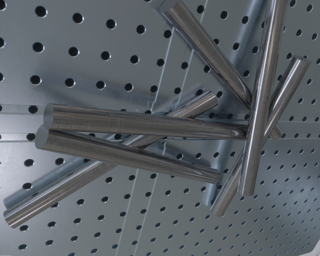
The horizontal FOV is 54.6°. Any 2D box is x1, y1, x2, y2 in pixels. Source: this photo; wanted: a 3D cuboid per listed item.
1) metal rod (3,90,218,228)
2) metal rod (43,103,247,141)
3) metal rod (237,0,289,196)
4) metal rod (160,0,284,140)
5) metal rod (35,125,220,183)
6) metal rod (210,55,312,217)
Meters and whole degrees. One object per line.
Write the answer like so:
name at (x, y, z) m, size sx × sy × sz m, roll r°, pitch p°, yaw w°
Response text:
metal rod at (-0.056, 0.035, 0.401) m, size 0.301 × 0.025 × 0.025 m, roll -31°, pitch 129°, yaw -8°
metal rod at (0.014, -0.002, 0.377) m, size 0.302 × 0.025 × 0.025 m, roll 4°, pitch 117°, yaw -40°
metal rod at (0.141, -0.043, 0.428) m, size 0.025 × 0.025 × 0.298 m, roll -6°, pitch 111°, yaw -26°
metal rod at (0.103, -0.063, 0.427) m, size 0.025 × 0.025 × 0.301 m, roll -48°, pitch 129°, yaw 6°
metal rod at (-0.012, 0.043, 0.401) m, size 0.302 × 0.025 × 0.025 m, roll 20°, pitch 108°, yaw -45°
metal rod at (0.145, 0.030, 0.483) m, size 0.025 × 0.025 × 0.298 m, roll 0°, pitch 126°, yaw -29°
